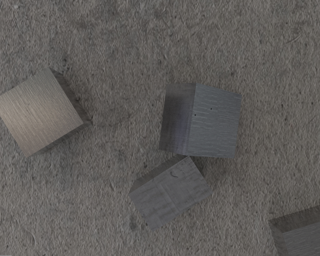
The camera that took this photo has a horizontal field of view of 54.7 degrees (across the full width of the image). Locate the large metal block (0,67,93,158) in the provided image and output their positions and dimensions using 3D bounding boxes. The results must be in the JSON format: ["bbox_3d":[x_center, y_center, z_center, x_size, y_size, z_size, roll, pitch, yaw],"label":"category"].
[{"bbox_3d":[-0.147,-0.019,0.396,0.080,0.050,0.080,-32,90,0],"label":"large metal block"}]

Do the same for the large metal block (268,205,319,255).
[{"bbox_3d":[0.198,0.153,0.399,0.080,0.050,0.080,-17,90,0],"label":"large metal block"}]

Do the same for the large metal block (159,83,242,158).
[{"bbox_3d":[0.050,-0.008,0.378,0.081,0.050,0.080,7,90,-38],"label":"large metal block"}]

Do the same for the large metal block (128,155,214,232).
[{"bbox_3d":[0.012,0.072,0.382,0.080,0.080,0.050,-33,90,0],"label":"large metal block"}]
